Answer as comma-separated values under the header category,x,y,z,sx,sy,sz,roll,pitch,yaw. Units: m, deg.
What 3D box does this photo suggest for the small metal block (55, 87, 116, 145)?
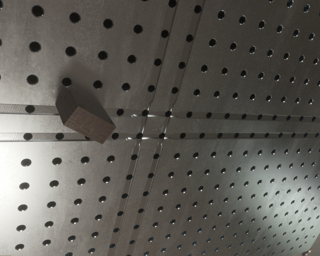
category,x,y,z,sx,sy,sz,roll,pitch,yaw
small metal block,-0.083,-0.014,0.342,0.050,0.050,0.025,33,100,-39
